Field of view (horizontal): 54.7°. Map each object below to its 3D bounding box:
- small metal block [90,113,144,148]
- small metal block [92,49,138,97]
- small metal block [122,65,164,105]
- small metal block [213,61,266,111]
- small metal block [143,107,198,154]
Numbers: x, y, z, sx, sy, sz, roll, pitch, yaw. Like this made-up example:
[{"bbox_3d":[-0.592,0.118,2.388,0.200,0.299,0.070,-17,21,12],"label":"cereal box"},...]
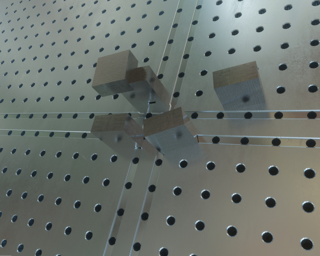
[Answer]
[{"bbox_3d":[-0.056,0.005,0.417,0.050,0.050,0.025,-3,61,26],"label":"small metal block"},{"bbox_3d":[-0.060,-0.074,0.419,0.050,0.025,0.050,-9,58,23],"label":"small metal block"},{"bbox_3d":[-0.029,-0.060,0.442,0.050,0.050,0.025,-6,59,25],"label":"small metal block"},{"bbox_3d":[0.095,-0.049,0.372,0.050,0.050,0.025,-12,57,21],"label":"small metal block"},{"bbox_3d":[0.014,0.005,0.381,0.050,0.050,0.025,-19,55,17],"label":"small metal block"}]
